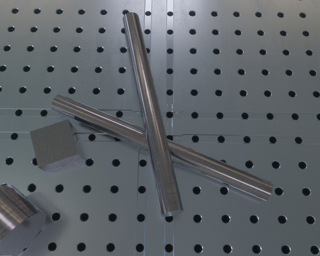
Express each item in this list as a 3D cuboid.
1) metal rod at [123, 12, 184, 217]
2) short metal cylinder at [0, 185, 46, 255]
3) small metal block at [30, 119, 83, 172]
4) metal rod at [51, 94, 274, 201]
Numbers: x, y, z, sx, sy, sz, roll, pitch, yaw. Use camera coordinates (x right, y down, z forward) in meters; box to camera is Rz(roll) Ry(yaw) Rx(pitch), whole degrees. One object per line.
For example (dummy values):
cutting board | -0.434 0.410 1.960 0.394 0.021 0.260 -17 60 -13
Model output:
metal rod | -0.015 -0.037 0.404 0.025 0.025 0.299 -11 63 -4
short metal cylinder | -0.175 0.110 0.341 0.050 0.080 0.080 36 74 12
small metal block | -0.134 0.023 0.402 0.050 0.025 0.050 -19 71 -7
metal rod | -0.003 0.022 0.403 0.301 0.025 0.025 22 72 8
